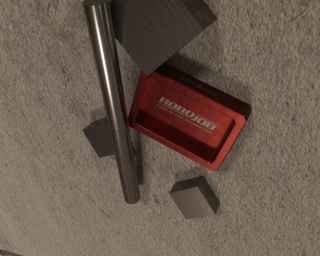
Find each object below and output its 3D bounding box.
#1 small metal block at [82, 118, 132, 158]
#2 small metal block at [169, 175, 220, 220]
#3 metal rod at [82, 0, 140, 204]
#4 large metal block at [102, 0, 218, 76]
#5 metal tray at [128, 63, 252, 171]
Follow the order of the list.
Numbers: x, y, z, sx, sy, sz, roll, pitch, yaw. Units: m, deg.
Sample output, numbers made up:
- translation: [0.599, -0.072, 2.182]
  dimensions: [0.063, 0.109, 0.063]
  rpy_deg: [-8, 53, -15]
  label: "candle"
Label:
- translation: [-0.077, 0.012, 0.453]
  dimensions: [0.050, 0.025, 0.050]
  rpy_deg: [-16, 111, 34]
  label: "small metal block"
- translation: [0.049, 0.100, 0.442]
  dimensions: [0.050, 0.025, 0.050]
  rpy_deg: [-22, 107, 36]
  label: "small metal block"
- translation: [-0.052, -0.006, 0.387]
  dimensions: [0.025, 0.025, 0.298]
  rpy_deg: [14, 133, 20]
  label: "metal rod"
- translation: [-0.002, -0.114, 0.320]
  dimensions: [0.080, 0.050, 0.080]
  rpy_deg: [-33, 100, 38]
  label: "large metal block"
- translation: [0.031, -0.014, 0.377]
  dimensions: [0.130, 0.030, 0.089]
  rpy_deg: [28, 128, 10]
  label: "metal tray"
